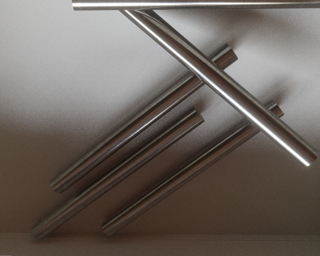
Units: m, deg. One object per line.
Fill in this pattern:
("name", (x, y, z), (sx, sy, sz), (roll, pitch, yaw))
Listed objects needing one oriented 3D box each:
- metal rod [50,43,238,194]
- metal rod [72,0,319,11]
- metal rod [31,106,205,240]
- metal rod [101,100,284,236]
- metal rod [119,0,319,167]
("metal rod", (-0.030, -0.006, 0.408), (0.300, 0.025, 0.025), (-37, 106, 12))
("metal rod", (0.060, -0.144, 0.339), (0.302, 0.025, 0.025), (-3, 110, -7))
("metal rod", (-0.067, 0.069, 0.435), (0.300, 0.025, 0.025), (-37, 106, 12))
("metal rod", (0.037, 0.062, 0.434), (0.300, 0.025, 0.025), (-37, 106, 12))
("metal rod", (0.062, -0.060, 0.360), (0.300, 0.025, 0.025), (40, 105, -2))
